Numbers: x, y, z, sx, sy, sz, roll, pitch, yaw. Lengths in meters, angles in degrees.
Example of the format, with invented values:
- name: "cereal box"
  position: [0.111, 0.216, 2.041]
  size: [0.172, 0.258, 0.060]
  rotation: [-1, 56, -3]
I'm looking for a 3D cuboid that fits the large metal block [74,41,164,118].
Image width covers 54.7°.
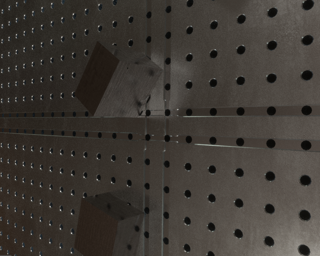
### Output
- name: "large metal block"
  position: [-0.055, -0.062, 0.417]
  size: [0.050, 0.081, 0.080]
  rotation: [44, 117, 30]

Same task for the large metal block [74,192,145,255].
- name: "large metal block"
  position: [-0.076, 0.150, 0.453]
  size: [0.080, 0.050, 0.079]
  rotation: [18, 101, 38]
